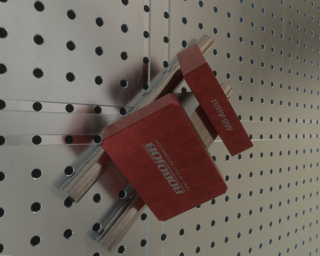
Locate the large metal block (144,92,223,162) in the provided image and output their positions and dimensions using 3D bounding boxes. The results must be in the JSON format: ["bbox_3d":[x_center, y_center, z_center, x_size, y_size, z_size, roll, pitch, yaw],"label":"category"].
[{"bbox_3d":[0.027,-0.002,0.397,0.080,0.080,0.050,-50,120,-29],"label":"large metal block"}]

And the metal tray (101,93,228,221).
[{"bbox_3d":[0.008,0.037,0.347,0.090,0.030,0.130,-28,115,9],"label":"metal tray"}]

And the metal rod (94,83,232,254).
[{"bbox_3d":[0.020,0.037,0.428,0.301,0.025,0.025,-49,120,-29],"label":"metal rod"}]

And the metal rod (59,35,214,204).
[{"bbox_3d":[-0.013,-0.029,0.400,0.301,0.025,0.025,-50,120,-28],"label":"metal rod"}]

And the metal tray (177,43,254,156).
[{"bbox_3d":[0.070,-0.037,0.399,0.130,0.030,0.090,54,15,-26],"label":"metal tray"}]
